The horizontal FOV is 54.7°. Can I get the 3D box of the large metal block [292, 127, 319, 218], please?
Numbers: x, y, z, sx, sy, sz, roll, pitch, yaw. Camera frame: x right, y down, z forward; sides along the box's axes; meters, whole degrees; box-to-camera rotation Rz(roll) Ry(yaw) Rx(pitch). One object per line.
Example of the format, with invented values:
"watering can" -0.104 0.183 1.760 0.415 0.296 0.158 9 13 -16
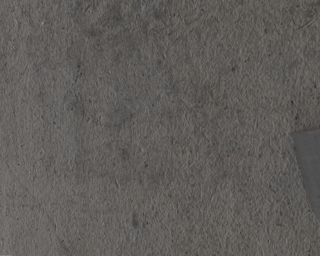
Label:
"large metal block" 0.173 0.039 0.318 0.050 0.080 0.080 -14 86 19
